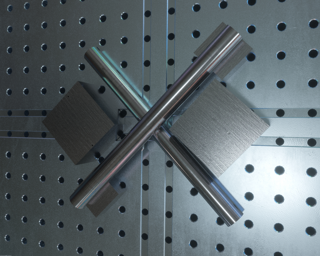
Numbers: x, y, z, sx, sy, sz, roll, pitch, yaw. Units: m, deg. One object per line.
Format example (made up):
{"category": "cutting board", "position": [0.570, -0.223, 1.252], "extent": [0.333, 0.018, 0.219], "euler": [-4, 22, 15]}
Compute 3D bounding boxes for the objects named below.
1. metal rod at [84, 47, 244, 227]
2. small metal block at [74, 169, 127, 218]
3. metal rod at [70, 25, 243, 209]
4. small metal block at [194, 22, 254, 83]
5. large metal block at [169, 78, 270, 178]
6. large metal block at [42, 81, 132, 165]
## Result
{"category": "metal rod", "position": [-0.003, 0.002, 0.413], "extent": [0.025, 0.025, 0.300], "euler": [-44, 76, 15]}
{"category": "small metal block", "position": [-0.085, 0.090, 0.442], "extent": [0.050, 0.025, 0.050], "euler": [46, 104, 14]}
{"category": "metal rod", "position": [-0.014, -0.004, 0.390], "extent": [0.299, 0.025, 0.025], "euler": [-47, 76, 14]}
{"category": "small metal block", "position": [0.079, -0.093, 0.385], "extent": [0.050, 0.025, 0.050], "euler": [-46, 76, 14]}
{"category": "large metal block", "position": [0.073, 0.000, 0.374], "extent": [0.080, 0.050, 0.080], "euler": [45, 104, 14]}
{"category": "large metal block", "position": [-0.102, -0.007, 0.436], "extent": [0.080, 0.050, 0.080], "euler": [-45, 76, 14]}
